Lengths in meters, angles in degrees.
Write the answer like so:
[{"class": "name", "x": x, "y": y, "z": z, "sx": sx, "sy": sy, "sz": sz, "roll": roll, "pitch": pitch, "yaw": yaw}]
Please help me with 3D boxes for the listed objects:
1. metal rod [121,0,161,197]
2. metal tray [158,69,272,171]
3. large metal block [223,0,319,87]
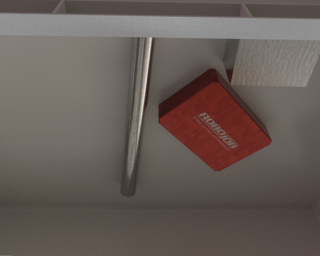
[{"class": "metal rod", "x": -0.031, "y": -0.012, "z": 0.398, "sx": 0.025, "sy": 0.025, "sz": 0.298, "roll": 6, "pitch": 130, "yaw": -5}, {"class": "metal tray", "x": 0.072, "y": -0.004, "z": 0.404, "sx": 0.090, "sy": 0.030, "sz": 0.130, "roll": -34, "pitch": 123, "yaw": 25}, {"class": "large metal block", "x": 0.115, "y": -0.090, "z": 0.317, "sx": 0.081, "sy": 0.050, "sz": 0.079, "roll": 1, "pitch": 130, "yaw": -2}]
